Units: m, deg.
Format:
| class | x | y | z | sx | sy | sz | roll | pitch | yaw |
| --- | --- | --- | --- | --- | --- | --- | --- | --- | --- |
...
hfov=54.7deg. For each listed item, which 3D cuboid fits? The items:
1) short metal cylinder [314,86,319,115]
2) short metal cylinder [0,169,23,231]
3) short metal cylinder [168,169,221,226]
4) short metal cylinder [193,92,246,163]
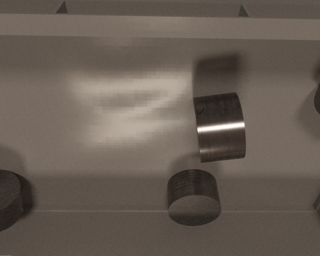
| class | x | y | z | sx | sy | sz | roll | pitch | yaw |
| --- | --- | --- | --- | --- | --- | --- | --- | --- | --- |
| short metal cylinder | 0.228 | -0.029 | 0.352 | 0.050 | 0.080 | 0.080 | 37 | 121 | -27 |
| short metal cylinder | -0.249 | 0.108 | 0.462 | 0.081 | 0.080 | 0.050 | 8 | 130 | -7 |
| short metal cylinder | 0.052 | 0.110 | 0.488 | 0.081 | 0.050 | 0.079 | 0 | 130 | 0 |
| short metal cylinder | 0.070 | 0.000 | 0.374 | 0.050 | 0.080 | 0.080 | -7 | 130 | 5 |
